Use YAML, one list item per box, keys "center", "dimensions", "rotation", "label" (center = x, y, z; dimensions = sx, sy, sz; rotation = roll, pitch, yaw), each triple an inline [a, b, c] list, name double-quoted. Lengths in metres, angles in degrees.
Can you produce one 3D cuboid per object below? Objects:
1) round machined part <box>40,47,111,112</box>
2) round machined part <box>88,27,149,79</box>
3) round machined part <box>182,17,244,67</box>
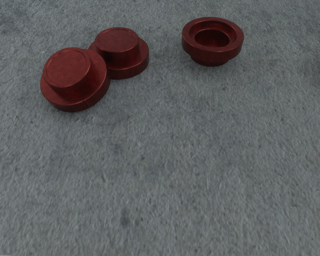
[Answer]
- center: [-0.123, -0.074, 0.436]
  dimensions: [0.098, 0.042, 0.098]
  rotation: [-4, 63, 9]
  label: "round machined part"
- center: [-0.067, -0.125, 0.497]
  dimensions: [0.099, 0.042, 0.098]
  rotation: [0, 50, 0]
  label: "round machined part"
- center: [0.084, -0.138, 0.509]
  dimensions: [0.099, 0.042, 0.098]
  rotation: [0, 50, 0]
  label: "round machined part"
